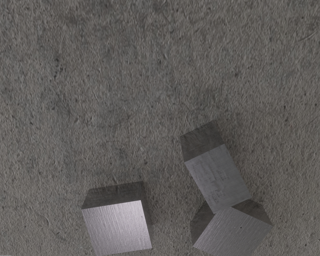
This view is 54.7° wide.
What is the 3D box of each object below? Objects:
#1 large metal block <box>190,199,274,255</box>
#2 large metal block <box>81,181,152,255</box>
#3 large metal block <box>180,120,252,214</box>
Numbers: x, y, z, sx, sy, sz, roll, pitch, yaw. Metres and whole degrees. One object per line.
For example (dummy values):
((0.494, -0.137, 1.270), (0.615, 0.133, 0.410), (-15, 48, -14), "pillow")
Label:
((0.100, 0.141, 0.449), (0.080, 0.050, 0.080), (26, 108, -10), "large metal block")
((-0.058, 0.129, 0.443), (0.080, 0.050, 0.079), (-10, 110, 3), "large metal block")
((0.069, 0.047, 0.398), (0.050, 0.080, 0.080), (-27, 108, 9), "large metal block")
